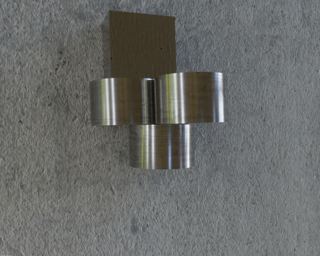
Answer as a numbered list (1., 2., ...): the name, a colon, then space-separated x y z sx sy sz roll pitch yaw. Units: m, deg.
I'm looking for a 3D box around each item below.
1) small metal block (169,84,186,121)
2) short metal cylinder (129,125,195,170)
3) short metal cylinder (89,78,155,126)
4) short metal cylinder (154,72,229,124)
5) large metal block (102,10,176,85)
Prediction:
1. small metal block: 0.014 -0.030 0.405 0.025 0.050 0.050 1 90 -20
2. short metal cylinder: 0.002 0.021 0.383 0.081 0.080 0.050 0 90 -20
3. short metal cylinder: -0.041 -0.029 0.366 0.081 0.080 0.050 -2 91 -20
4. short metal cylinder: 0.034 -0.030 0.341 0.081 0.080 0.050 -2 91 -20
5. large metal block: -0.027 -0.095 0.388 0.081 0.050 0.080 -2 91 -20
